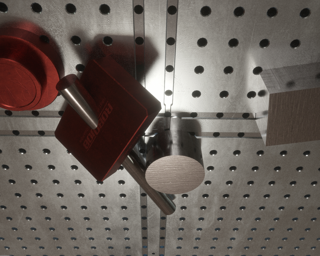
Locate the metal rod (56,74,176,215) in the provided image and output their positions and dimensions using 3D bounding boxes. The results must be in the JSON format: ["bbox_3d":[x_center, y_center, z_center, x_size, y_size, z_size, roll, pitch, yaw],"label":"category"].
[{"bbox_3d":[-0.041,0.045,0.427,0.025,0.025,0.299,-18,135,14],"label":"metal rod"}]

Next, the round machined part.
[{"bbox_3d":[-0.163,-0.058,0.349,0.099,0.042,0.097,-1,130,0],"label":"round machined part"}]

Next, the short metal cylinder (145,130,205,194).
[{"bbox_3d":[0.020,0.049,0.437,0.081,0.050,0.079,-1,130,0],"label":"short metal cylinder"}]

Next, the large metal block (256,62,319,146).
[{"bbox_3d":[0.164,-0.028,0.374,0.080,0.050,0.080,-7,130,6],"label":"large metal block"}]

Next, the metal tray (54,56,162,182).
[{"bbox_3d":[-0.067,-0.008,0.370,0.090,0.030,0.129,44,124,10],"label":"metal tray"}]
